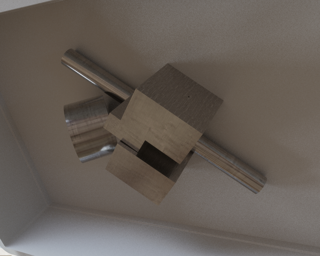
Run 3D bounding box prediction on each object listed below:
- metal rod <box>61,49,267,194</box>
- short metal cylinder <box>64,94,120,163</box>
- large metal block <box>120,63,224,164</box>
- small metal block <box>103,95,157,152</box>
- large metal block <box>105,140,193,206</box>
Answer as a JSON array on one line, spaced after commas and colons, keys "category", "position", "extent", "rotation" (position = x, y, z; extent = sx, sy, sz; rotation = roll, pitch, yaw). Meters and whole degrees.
[{"category": "metal rod", "position": [0.001, -0.012, 0.399], "extent": [0.301, 0.025, 0.025], "rotation": [34, 129, 5]}, {"category": "short metal cylinder", "position": [-0.089, 0.001, 0.409], "extent": [0.050, 0.080, 0.079], "rotation": [-17, 116, -8]}, {"category": "large metal block", "position": [0.015, -0.019, 0.352], "extent": [0.080, 0.080, 0.050], "rotation": [35, 129, 5]}, {"category": "small metal block", "position": [-0.030, -0.007, 0.372], "extent": [0.050, 0.050, 0.025], "rotation": [35, 129, 4]}, {"category": "large metal block", "position": [-0.009, 0.038, 0.399], "extent": [0.080, 0.080, 0.050], "rotation": [34, 129, 5]}]
